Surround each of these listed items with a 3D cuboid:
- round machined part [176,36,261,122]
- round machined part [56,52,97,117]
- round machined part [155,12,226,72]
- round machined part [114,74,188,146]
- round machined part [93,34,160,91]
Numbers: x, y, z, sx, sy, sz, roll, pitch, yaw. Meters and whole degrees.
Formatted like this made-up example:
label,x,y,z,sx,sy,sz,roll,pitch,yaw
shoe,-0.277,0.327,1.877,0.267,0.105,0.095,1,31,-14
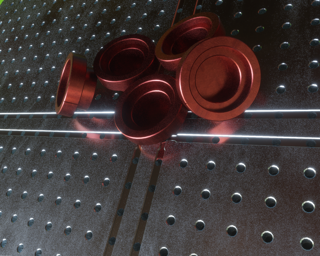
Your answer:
label,x,y,z,sx,sy,sz,roll,pitch,yaw
round machined part,0.067,-0.059,0.375,0.098,0.098,0.042,-41,16,0
round machined part,-0.129,-0.065,0.483,0.098,0.042,0.098,-34,49,53
round machined part,0.046,-0.113,0.433,0.098,0.042,0.098,-22,42,21
round machined part,-0.008,-0.020,0.413,0.098,0.042,0.098,-13,56,20
round machined part,-0.047,-0.094,0.471,0.098,0.042,0.098,-8,55,12
